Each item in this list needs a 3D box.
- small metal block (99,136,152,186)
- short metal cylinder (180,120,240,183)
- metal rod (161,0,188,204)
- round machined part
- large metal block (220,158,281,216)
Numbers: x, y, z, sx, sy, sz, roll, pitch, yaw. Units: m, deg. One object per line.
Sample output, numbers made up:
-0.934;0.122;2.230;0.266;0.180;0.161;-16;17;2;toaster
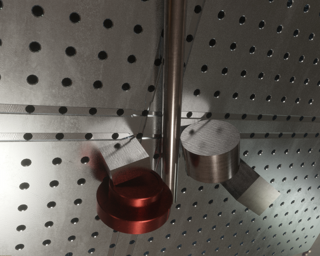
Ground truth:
-0.045;0.041;0.397;0.050;0.050;0.025;-19;126;-18;small metal block
0.071;0.031;0.436;0.081;0.080;0.050;-21;127;-16;short metal cylinder
0.016;-0.014;0.412;0.025;0.025;0.298;-13;124;-22;metal rod
-0.032;0.085;0.400;0.099;0.098;0.042;-7;122;-25;round machined part
0.137;0.087;0.507;0.050;0.080;0.080;-48;129;6;large metal block
